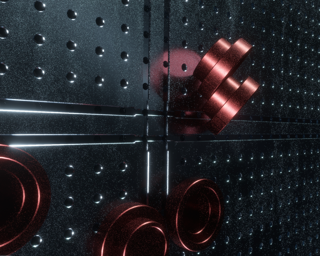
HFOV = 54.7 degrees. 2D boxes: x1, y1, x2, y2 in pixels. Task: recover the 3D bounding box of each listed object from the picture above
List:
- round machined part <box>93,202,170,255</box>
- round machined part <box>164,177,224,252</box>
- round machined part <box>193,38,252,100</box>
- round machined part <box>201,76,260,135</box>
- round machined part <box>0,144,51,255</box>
[{"bbox_3d":[-0.027,0.144,0.378,0.099,0.042,0.097,0,90,-40],"label":"round machined part"},{"bbox_3d":[0.044,0.118,0.437,0.099,0.042,0.097,0,90,-41],"label":"round machined part"},{"bbox_3d":[0.085,-0.090,0.448,0.042,0.097,0.098,41,59,7],"label":"round machined part"},{"bbox_3d":[0.098,-0.039,0.459,0.042,0.097,0.098,41,59,7],"label":"round machined part"},{"bbox_3d":[-0.152,0.062,0.272,0.099,0.042,0.097,0,90,-40],"label":"round machined part"}]
